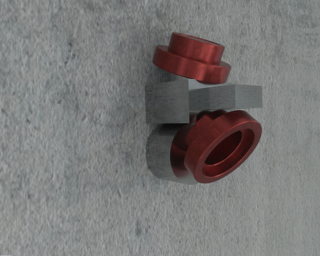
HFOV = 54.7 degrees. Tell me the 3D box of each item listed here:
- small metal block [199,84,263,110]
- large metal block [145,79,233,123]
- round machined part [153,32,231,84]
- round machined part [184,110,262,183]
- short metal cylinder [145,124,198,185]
[{"bbox_3d":[0.081,-0.034,0.355,0.050,0.050,0.025,-4,92,-40],"label":"small metal block"},{"bbox_3d":[0.037,-0.032,0.403,0.081,0.080,0.050,-3,92,-40],"label":"large metal block"},{"bbox_3d":[0.043,-0.092,0.391,0.099,0.098,0.042,-3,117,-40],"label":"round machined part"},{"bbox_3d":[0.069,0.017,0.369,0.099,0.042,0.097,-24,141,-21],"label":"round machined part"},{"bbox_3d":[0.027,0.033,0.416,0.081,0.050,0.079,0,90,-40],"label":"short metal cylinder"}]
